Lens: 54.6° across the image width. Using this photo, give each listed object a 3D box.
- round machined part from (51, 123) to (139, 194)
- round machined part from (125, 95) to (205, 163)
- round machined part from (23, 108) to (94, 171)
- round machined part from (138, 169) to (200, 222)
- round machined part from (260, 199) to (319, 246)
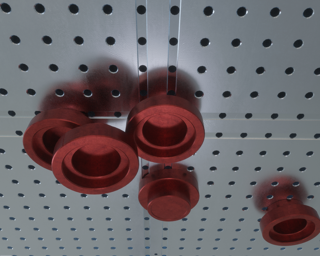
[{"bbox_3d":[-0.076,0.032,0.372,0.099,0.042,0.097,-5,130,-6],"label":"round machined part"},{"bbox_3d":[0.006,-0.003,0.398,0.099,0.042,0.097,0,130,0],"label":"round machined part"},{"bbox_3d":[-0.124,0.013,0.410,0.099,0.042,0.097,0,130,0],"label":"round machined part"},{"bbox_3d":[0.014,0.113,0.497,0.099,0.042,0.097,0,130,0],"label":"round machined part"},{"bbox_3d":[0.223,0.161,0.539,0.099,0.042,0.097,0,130,0],"label":"round machined part"}]
